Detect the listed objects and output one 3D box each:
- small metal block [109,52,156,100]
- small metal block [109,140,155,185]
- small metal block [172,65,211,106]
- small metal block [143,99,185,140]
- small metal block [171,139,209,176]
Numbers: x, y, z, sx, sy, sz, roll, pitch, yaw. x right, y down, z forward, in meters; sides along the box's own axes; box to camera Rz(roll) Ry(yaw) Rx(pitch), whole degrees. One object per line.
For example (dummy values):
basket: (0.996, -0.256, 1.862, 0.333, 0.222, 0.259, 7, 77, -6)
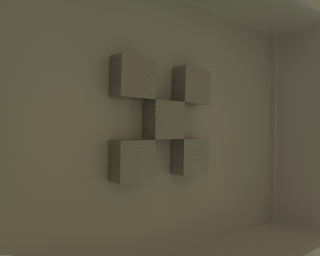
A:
small metal block: (-0.033, -0.061, 0.376, 0.050, 0.025, 0.050, 2, 89, -40)
small metal block: (-0.034, 0.039, 0.376, 0.050, 0.025, 0.050, 1, 90, -40)
small metal block: (0.045, -0.059, 0.441, 0.050, 0.025, 0.050, 3, 88, -40)
small metal block: (0.006, -0.010, 0.408, 0.050, 0.025, 0.050, 1, 90, -40)
small metal block: (0.043, 0.040, 0.440, 0.050, 0.025, 0.050, 2, 89, -40)
